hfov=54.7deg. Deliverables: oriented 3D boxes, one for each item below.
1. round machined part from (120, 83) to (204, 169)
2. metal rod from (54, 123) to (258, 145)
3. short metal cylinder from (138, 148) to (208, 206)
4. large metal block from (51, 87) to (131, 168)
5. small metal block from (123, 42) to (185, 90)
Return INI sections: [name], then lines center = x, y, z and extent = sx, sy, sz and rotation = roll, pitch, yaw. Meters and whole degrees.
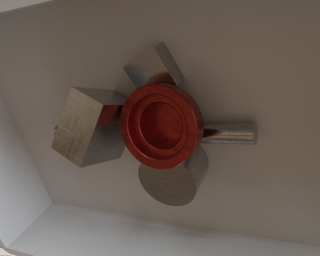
[round machined part]
center = 0.005, -0.004, 0.364
extent = 0.098, 0.042, 0.097
rotation = 6, 104, 27
[metal rod]
center = -0.025, 0.006, 0.420
extent = 0.300, 0.025, 0.025
rotation = 0, 119, 27
[short metal cylinder]
center = 0.018, 0.057, 0.413
extent = 0.080, 0.050, 0.079
rotation = 13, 124, 20
[large metal block]
center = -0.078, -0.003, 0.390
extent = 0.050, 0.080, 0.079
rotation = 30, 106, 23
[small metal block]
center = -0.007, -0.066, 0.369
extent = 0.050, 0.025, 0.050
rotation = -23, 107, 36
